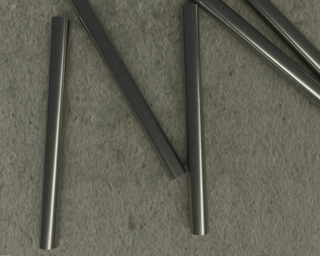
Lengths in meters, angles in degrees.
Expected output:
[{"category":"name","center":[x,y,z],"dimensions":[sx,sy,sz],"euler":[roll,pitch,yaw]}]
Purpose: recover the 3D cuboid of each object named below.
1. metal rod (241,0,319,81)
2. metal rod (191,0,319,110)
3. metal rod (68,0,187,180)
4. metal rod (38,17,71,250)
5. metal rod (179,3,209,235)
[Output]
[{"category":"metal rod","center":[0.177,-0.119,0.412],"dimensions":[0.025,0.025,0.300],"euler":[-45,91,0]},{"category":"metal rod","center":[0.122,-0.118,0.411],"dimensions":[0.300,0.025,0.025],"euler":[40,90,-1]},{"category":"metal rod","center":[-0.049,-0.067,0.409],"dimensions":[0.025,0.025,0.299],"euler":[-30,90,0]},{"category":"metal rod","center":[-0.139,0.006,0.408],"dimensions":[0.025,0.025,0.298],"euler":[3,90,-1]},{"category":"metal rod","center":[0.045,-0.011,0.410],"dimensions":[0.025,0.025,0.298],"euler":[-3,90,-1]}]
